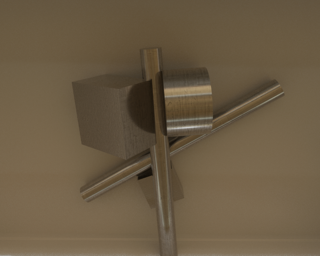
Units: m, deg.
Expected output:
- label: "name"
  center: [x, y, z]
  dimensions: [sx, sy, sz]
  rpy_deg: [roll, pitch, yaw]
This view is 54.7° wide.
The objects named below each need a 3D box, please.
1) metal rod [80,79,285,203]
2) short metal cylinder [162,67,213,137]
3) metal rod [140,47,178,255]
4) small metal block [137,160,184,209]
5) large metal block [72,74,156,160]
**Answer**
- label: "metal rod"
  center: [0.022, 0.022, 0.417]
  dimensions: [0.300, 0.025, 0.025]
  rpy_deg: [-30, 108, 10]
- label: "short metal cylinder"
  center: [0.030, -0.031, 0.369]
  dimensions: [0.050, 0.080, 0.079]
  rpy_deg: [-5, 110, 0]
- label: "metal rod"
  center: [0.001, 0.050, 0.400]
  dimensions: [0.025, 0.025, 0.298]
  rpy_deg: [-5, 109, 1]
- label: "small metal block"
  center: [0.002, 0.081, 0.439]
  dimensions: [0.050, 0.025, 0.050]
  rpy_deg: [-20, 109, 7]
- label: "large metal block"
  center: [-0.054, -0.017, 0.369]
  dimensions: [0.080, 0.050, 0.079]
  rpy_deg: [13, 116, 38]
